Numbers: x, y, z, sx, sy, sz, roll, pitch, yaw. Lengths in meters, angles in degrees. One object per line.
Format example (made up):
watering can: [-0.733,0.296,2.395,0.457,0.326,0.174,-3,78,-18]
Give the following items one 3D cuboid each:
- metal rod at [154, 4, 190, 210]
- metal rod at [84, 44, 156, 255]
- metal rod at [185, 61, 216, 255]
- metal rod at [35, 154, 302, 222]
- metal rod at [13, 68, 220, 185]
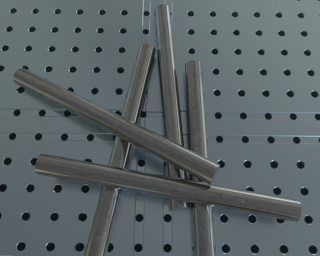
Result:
metal rod: [0.014,-0.042,0.427,0.025,0.025,0.299,-4,70,-2]
metal rod: [-0.048,0.021,0.403,0.025,0.025,0.299,11,70,3]
metal rod: [0.050,0.050,0.393,0.025,0.025,0.299,-1,70,-1]
metal rod: [0.007,0.068,0.359,0.302,0.025,0.025,10,70,3]
metal rod: [-0.067,-0.010,0.390,0.301,0.025,0.025,26,72,18]
